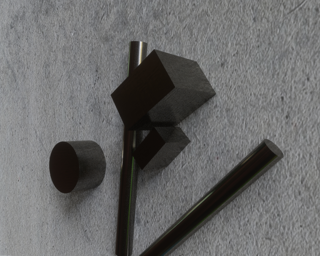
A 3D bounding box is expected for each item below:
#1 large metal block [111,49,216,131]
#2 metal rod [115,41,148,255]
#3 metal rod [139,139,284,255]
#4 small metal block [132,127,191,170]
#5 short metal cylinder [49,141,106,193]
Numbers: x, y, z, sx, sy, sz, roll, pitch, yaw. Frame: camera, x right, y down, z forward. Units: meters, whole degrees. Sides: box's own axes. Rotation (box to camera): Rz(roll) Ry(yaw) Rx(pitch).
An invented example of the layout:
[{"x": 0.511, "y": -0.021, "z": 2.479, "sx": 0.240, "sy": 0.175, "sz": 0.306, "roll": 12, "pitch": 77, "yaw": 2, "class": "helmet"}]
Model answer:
[{"x": 0.004, "y": -0.040, "z": 0.364, "sx": 0.080, "sy": 0.081, "sz": 0.050, "roll": -40, "pitch": 66, "yaw": 32, "class": "large metal block"}, {"x": -0.041, "y": 0.031, "z": 0.436, "sx": 0.025, "sy": 0.025, "sz": 0.298, "roll": 7, "pitch": 95, "yaw": 39, "class": "metal rod"}, {"x": 0.030, "y": 0.122, "z": 0.378, "sx": 0.298, "sy": 0.025, "sz": 0.025, "roll": -50, "pitch": 61, "yaw": 27, "class": "metal rod"}, {"x": 0.002, "y": 0.025, "z": 0.385, "sx": 0.050, "sy": 0.050, "sz": 0.025, "roll": -51, "pitch": 61, "yaw": 28, "class": "small metal block"}, {"x": -0.132, "y": 0.060, "z": 0.495, "sx": 0.080, "sy": 0.050, "sz": 0.079, "roll": 0, "pitch": 90, "yaw": 39, "class": "short metal cylinder"}]
